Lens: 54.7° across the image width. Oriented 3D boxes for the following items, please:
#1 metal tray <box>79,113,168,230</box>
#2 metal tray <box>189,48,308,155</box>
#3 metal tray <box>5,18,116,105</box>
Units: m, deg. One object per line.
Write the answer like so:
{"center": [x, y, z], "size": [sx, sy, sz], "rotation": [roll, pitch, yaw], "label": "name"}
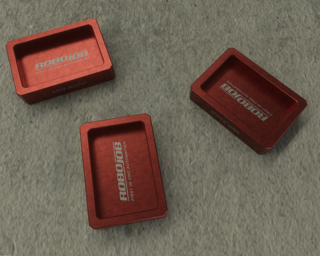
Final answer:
{"center": [-0.046, 0.052, 0.385], "size": [0.091, 0.030, 0.129], "rotation": [-9, 70, -4], "label": "metal tray"}
{"center": [0.117, -0.039, 0.420], "size": [0.130, 0.030, 0.090], "rotation": [41, 75, 13], "label": "metal tray"}
{"center": [-0.139, -0.095, 0.438], "size": [0.131, 0.030, 0.090], "rotation": [-19, 71, -7], "label": "metal tray"}
